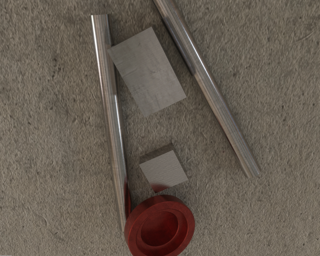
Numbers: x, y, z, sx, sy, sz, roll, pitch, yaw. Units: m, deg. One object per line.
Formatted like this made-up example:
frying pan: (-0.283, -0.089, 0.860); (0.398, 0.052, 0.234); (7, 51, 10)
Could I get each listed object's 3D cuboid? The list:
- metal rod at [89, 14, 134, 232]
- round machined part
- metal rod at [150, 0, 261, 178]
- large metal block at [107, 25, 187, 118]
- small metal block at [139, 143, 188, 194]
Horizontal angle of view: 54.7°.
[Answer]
metal rod: (-0.059, 0.008, 0.411); (0.025, 0.025, 0.298); (-4, 110, 1)
round machined part: (-0.003, 0.139, 0.441); (0.099, 0.042, 0.097); (-7, 109, -20)
metal rod: (0.056, -0.060, 0.388); (0.025, 0.025, 0.299); (-28, 108, 9)
large metal block: (-0.013, -0.069, 0.355); (0.050, 0.080, 0.080); (-26, 108, 9)
small metal block: (0.005, 0.056, 0.430); (0.050, 0.025, 0.050); (-24, 109, 8)
